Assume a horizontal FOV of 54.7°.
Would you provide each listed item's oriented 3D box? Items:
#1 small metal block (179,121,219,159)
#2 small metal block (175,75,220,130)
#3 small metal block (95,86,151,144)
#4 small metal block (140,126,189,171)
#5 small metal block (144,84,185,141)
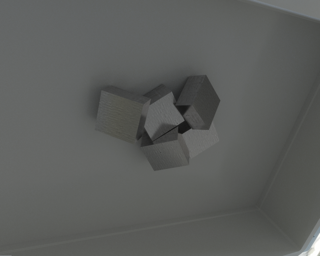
[{"bbox_3d":[0.052,0.008,0.442,0.050,0.025,0.050,-31,129,-8],"label":"small metal block"},{"bbox_3d":[0.051,-0.032,0.401,0.050,0.025,0.050,51,53,-40],"label":"small metal block"},{"bbox_3d":[-0.043,-0.016,0.357,0.050,0.025,0.050,20,114,10],"label":"small metal block"},{"bbox_3d":[0.008,0.029,0.415,0.050,0.025,0.050,-12,130,17],"label":"small metal block"},{"bbox_3d":[-0.003,-0.019,0.394,0.050,0.025,0.050,-33,129,-7],"label":"small metal block"}]
